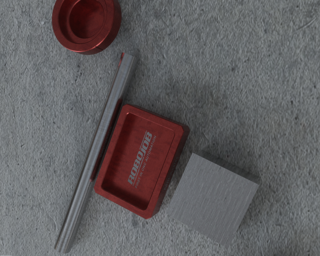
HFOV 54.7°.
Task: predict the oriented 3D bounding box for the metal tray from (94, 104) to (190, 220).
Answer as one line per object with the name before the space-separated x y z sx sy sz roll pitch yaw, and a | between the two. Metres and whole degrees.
metal tray | -0.026 0.043 0.415 0.090 0.030 0.129 23 97 18

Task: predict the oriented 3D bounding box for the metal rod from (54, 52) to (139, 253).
metal rod | -0.092 0.040 0.441 0.025 0.025 0.298 23 97 18

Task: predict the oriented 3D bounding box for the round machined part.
round machined part | -0.097 -0.151 0.434 0.098 0.042 0.097 0 90 20

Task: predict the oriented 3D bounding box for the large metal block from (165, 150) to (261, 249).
large metal block | 0.065 0.081 0.373 0.080 0.050 0.080 26 98 18
